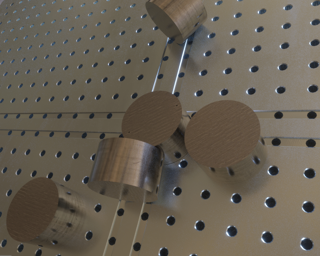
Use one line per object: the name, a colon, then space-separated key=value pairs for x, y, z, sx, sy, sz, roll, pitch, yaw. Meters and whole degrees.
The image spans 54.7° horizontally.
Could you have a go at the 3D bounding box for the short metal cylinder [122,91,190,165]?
short metal cylinder: x=-0.001 y=0.000 z=0.391 sx=0.080 sy=0.050 sz=0.080 roll=-13 pitch=56 yaw=20

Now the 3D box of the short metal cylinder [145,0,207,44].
short metal cylinder: x=0.024 y=-0.174 z=0.466 sx=0.050 sy=0.080 sz=0.080 roll=-45 pitch=51 yaw=-3

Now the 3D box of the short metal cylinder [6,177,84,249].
short metal cylinder: x=-0.147 y=0.110 z=0.400 sx=0.080 sy=0.050 sz=0.080 roll=-13 pitch=56 yaw=20

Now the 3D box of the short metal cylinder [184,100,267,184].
short metal cylinder: x=0.074 y=0.016 z=0.343 sx=0.080 sy=0.050 sz=0.080 roll=-13 pitch=56 yaw=20

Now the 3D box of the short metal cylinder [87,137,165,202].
short metal cylinder: x=-0.038 y=0.051 z=0.360 sx=0.080 sy=0.080 sz=0.050 roll=-3 pitch=61 yaw=26
